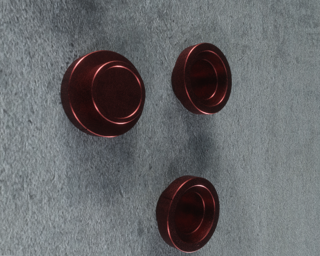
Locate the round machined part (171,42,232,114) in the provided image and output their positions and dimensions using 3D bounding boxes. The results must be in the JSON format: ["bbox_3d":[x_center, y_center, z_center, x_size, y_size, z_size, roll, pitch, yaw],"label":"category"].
[{"bbox_3d":[0.055,-0.068,0.439,0.099,0.042,0.097,0,90,-40],"label":"round machined part"}]

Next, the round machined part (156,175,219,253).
[{"bbox_3d":[0.033,0.113,0.422,0.099,0.042,0.097,0,90,-40],"label":"round machined part"}]

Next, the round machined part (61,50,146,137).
[{"bbox_3d":[-0.055,-0.038,0.347,0.099,0.042,0.097,0,90,-40],"label":"round machined part"}]
